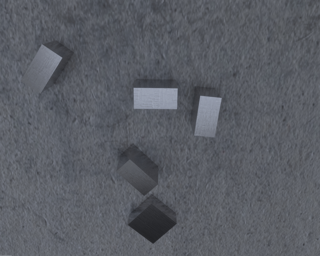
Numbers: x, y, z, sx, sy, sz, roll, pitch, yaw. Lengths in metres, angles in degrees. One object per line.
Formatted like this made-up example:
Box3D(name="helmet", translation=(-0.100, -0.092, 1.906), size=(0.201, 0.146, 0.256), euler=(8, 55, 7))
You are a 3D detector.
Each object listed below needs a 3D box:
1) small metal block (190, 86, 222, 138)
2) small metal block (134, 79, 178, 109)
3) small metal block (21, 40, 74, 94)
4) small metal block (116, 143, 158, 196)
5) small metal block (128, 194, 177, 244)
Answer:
Box3D(name="small metal block", translation=(0.056, -0.022, 0.389), size=(0.025, 0.050, 0.050), euler=(6, 110, -2))
Box3D(name="small metal block", translation=(-0.005, -0.043, 0.381), size=(0.050, 0.050, 0.025), euler=(1, 110, -1))
Box3D(name="small metal block", translation=(-0.132, -0.074, 0.367), size=(0.025, 0.050, 0.050), euler=(34, 106, -12))
Box3D(name="small metal block", translation=(-0.029, 0.055, 0.416), size=(0.025, 0.050, 0.050), euler=(-42, 105, 14))
Box3D(name="small metal block", translation=(-0.011, 0.135, 0.460), size=(0.050, 0.025, 0.050), euler=(42, 105, -14))
